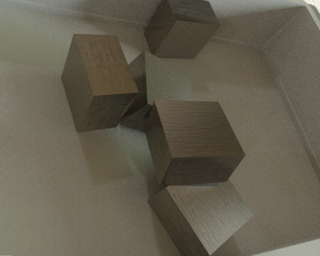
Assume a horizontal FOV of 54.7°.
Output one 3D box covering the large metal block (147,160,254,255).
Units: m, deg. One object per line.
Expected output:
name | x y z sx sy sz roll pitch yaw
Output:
large metal block | 0.047 0.093 0.360 0.081 0.050 0.080 -25 76 -37

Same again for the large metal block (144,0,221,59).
large metal block | 0.033 -0.154 0.484 0.081 0.080 0.050 -6 65 -31

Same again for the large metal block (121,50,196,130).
large metal block | -0.003 -0.040 0.401 0.080 0.050 0.080 21 52 -37

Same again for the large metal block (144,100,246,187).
large metal block | 0.034 0.015 0.345 0.081 0.050 0.080 0 48 -20

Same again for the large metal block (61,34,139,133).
large metal block | -0.074 -0.051 0.362 0.050 0.080 0.080 -8 66 -32
